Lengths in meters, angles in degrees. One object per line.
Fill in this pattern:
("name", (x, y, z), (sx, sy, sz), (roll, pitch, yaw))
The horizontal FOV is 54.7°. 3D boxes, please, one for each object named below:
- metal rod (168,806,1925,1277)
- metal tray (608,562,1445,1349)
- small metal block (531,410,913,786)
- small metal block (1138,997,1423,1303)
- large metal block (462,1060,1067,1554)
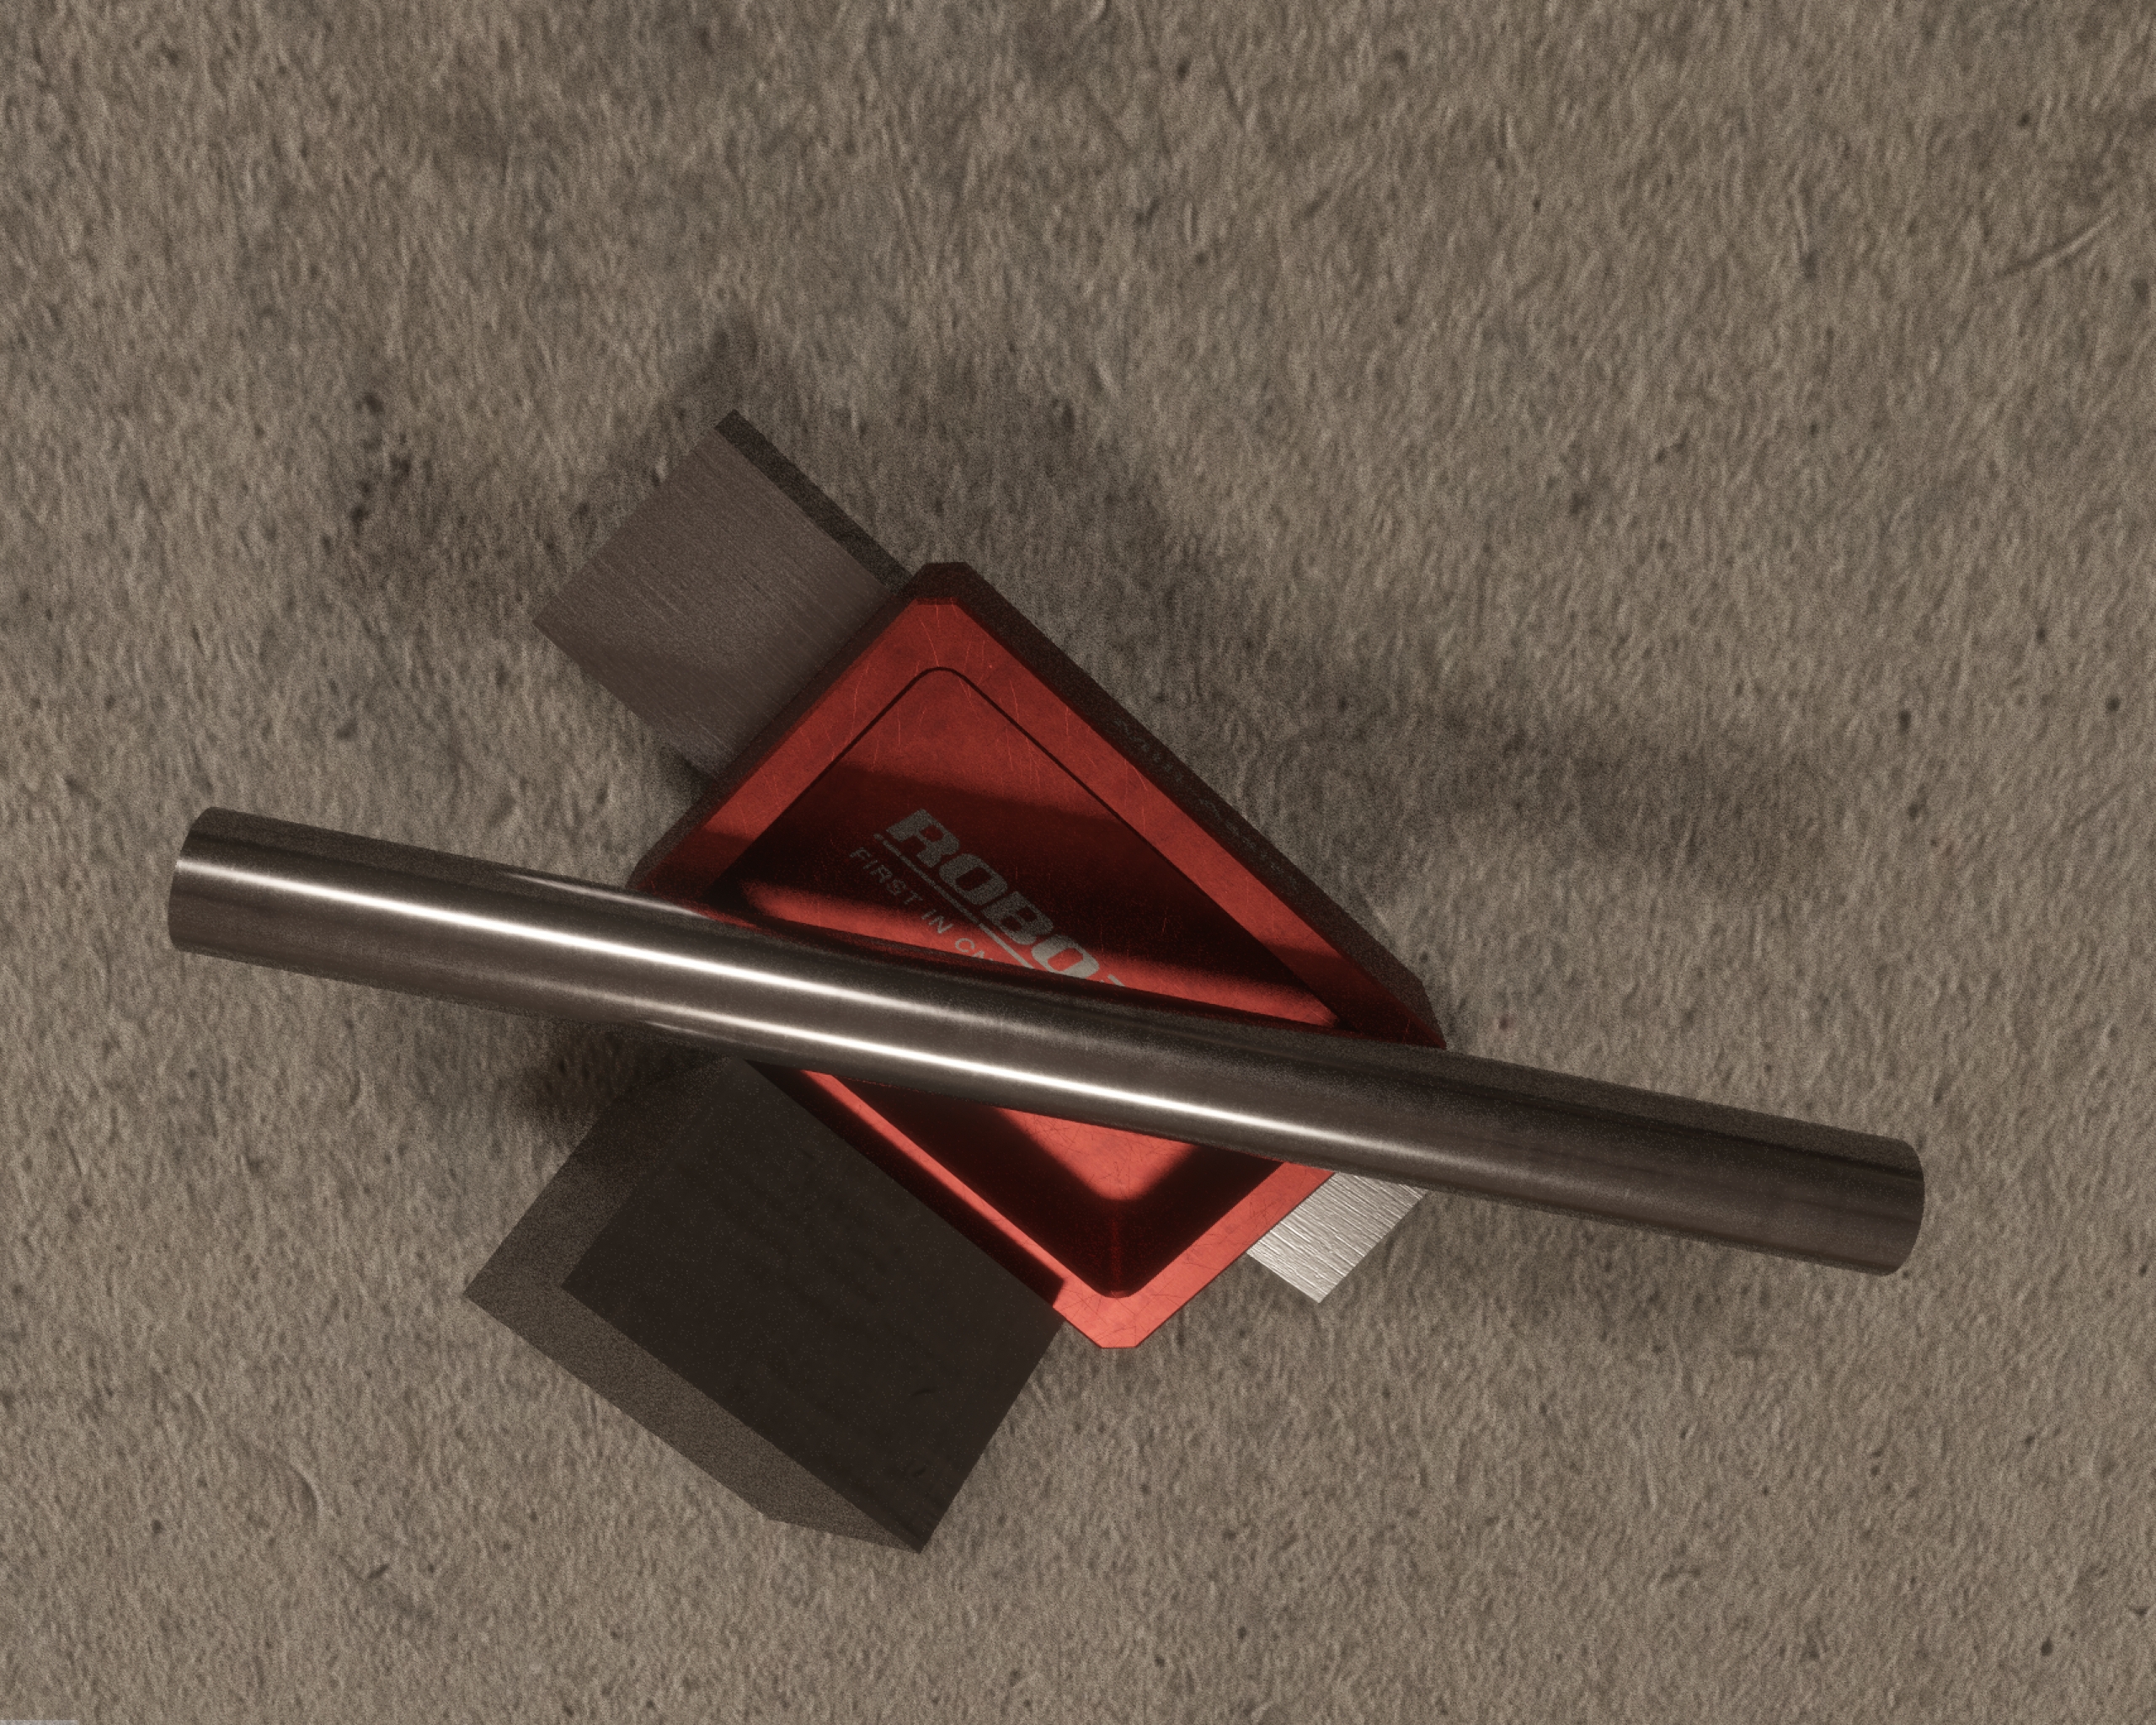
("metal rod", (-0.001, 0.033, 0.364), (0.302, 0.025, 0.025), (11, 110, -5))
("metal tray", (-0.008, 0.020, 0.388), (0.130, 0.030, 0.090), (42, 104, -14))
("small metal block", (-0.064, -0.048, 0.392), (0.050, 0.025, 0.050), (43, 104, -15))
("small metal block", (0.046, 0.054, 0.431), (0.050, 0.025, 0.050), (37, 106, -13))
("large metal block", (-0.063, 0.086, 0.403), (0.080, 0.080, 0.050), (41, 63, -14))
